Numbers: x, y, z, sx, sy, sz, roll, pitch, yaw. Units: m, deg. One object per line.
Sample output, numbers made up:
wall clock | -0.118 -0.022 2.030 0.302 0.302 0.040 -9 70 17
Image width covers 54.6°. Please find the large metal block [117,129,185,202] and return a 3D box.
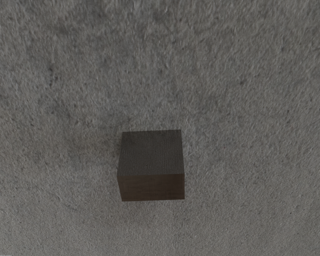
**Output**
large metal block | -0.010 0.048 0.412 0.080 0.080 0.050 -2 130 2
